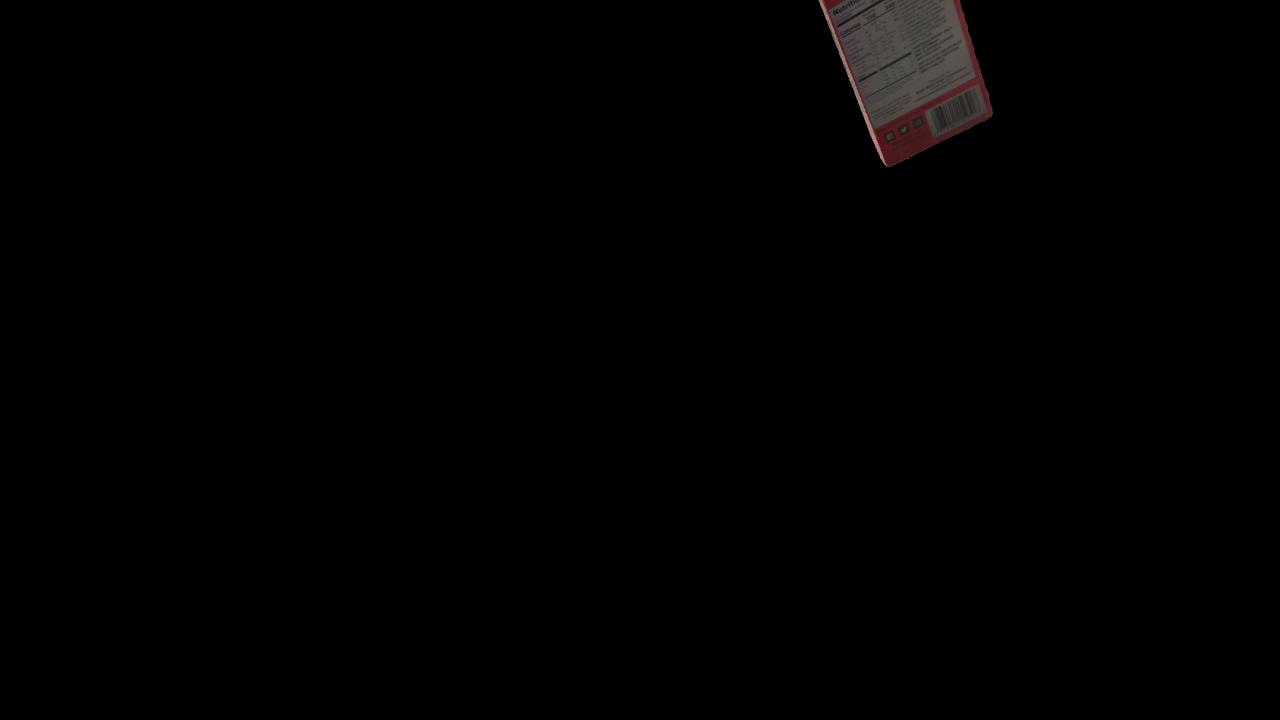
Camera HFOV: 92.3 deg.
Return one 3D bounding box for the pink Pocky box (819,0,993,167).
[{"bbox_3d":[0.200,-0.237,0.468,0.084,0.155,0.029,-24,27,21],"label":"pink Pocky box"}]
